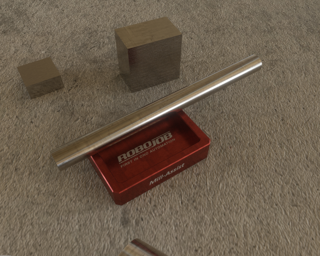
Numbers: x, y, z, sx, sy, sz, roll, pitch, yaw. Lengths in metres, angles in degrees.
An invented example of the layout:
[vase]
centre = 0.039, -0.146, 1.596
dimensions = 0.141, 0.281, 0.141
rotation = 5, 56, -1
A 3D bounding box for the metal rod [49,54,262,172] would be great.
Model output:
[metal rod]
centre = 0.012, -0.029, 0.387
dimensions = 0.302, 0.025, 0.025
rotation = -27, 56, -22

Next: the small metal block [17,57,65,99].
[small metal block]
centre = -0.179, -0.076, 0.465
dimensions = 0.050, 0.025, 0.050
rotation = -24, 54, -19

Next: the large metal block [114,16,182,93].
[large metal block]
centre = -0.017, -0.108, 0.458
dimensions = 0.081, 0.080, 0.050
rotation = -20, 53, -16

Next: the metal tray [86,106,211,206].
[metal tray]
centre = -0.016, 0.024, 0.379
dimensions = 0.131, 0.030, 0.090
rotation = -26, 55, -21

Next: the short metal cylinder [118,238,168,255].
[short metal cylinder]
centre = -0.016, 0.139, 0.251
dimensions = 0.050, 0.080, 0.080
rotation = 24, 54, 18
